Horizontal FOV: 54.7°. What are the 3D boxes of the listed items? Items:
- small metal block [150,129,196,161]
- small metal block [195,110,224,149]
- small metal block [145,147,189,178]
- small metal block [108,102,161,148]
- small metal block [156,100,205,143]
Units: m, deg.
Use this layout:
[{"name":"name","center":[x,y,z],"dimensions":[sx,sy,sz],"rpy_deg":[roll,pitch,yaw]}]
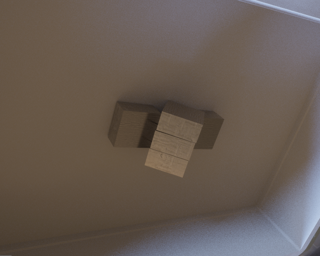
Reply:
[{"name":"small metal block","center":[0.019,0.013,0.397],"dimensions":[0.050,0.050,0.025],"rpy_deg":[18,113,3]},{"name":"small metal block","center":[0.056,0.002,0.441],"dimensions":[0.050,0.025,0.050],"rpy_deg":[3,117,-30]},{"name":"small metal block","center":[0.012,0.035,0.407],"dimensions":[0.050,0.050,0.025],"rpy_deg":[18,113,3]},{"name":"small metal block","center":[-0.033,-0.003,0.388],"dimensions":[0.050,0.025,0.050],"rpy_deg":[4,117,-31]},{"name":"small metal block","center":[0.027,-0.009,0.388],"dimensions":[0.050,0.050,0.025],"rpy_deg":[19,112,3]}]
